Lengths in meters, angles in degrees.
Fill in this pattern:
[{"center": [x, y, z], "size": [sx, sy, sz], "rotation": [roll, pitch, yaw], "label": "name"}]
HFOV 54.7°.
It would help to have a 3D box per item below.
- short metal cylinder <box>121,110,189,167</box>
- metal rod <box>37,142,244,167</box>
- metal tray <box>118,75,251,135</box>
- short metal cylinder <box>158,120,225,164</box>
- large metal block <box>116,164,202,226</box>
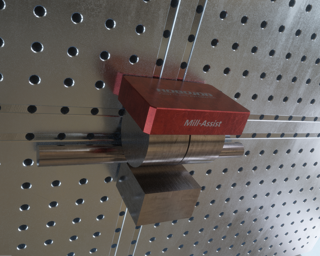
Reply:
[{"center": [-0.008, 0.006, 0.371], "size": [0.050, 0.080, 0.079], "rotation": [0, 118, -29], "label": "short metal cylinder"}, {"center": [-0.006, 0.033, 0.424], "size": [0.303, 0.025, 0.025], "rotation": [1, 118, -29], "label": "metal rod"}, {"center": [0.027, -0.026, 0.363], "size": [0.131, 0.090, 0.030], "rotation": [1, 118, -29], "label": "metal tray"}, {"center": [0.038, 0.006, 0.397], "size": [0.050, 0.080, 0.079], "rotation": [2, 118, -29], "label": "short metal cylinder"}, {"center": [-0.005, 0.079, 0.417], "size": [0.081, 0.080, 0.050], "rotation": [1, 118, -29], "label": "large metal block"}]
